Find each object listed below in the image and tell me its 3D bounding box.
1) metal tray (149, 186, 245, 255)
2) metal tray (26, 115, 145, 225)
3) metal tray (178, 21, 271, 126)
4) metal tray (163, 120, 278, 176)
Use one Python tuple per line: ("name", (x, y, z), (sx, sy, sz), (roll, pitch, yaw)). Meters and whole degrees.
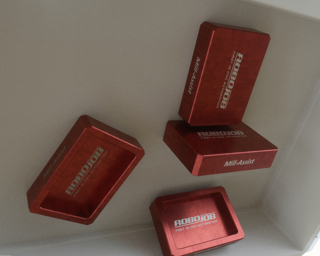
("metal tray", (0.058, 0.146, 0.485), (0.131, 0.090, 0.030), (-4, 147, -27))
("metal tray", (-0.092, 0.057, 0.390), (0.090, 0.030, 0.130), (29, 102, -38))
("metal tray", (0.083, -0.067, 0.409), (0.091, 0.030, 0.129), (-2, 119, -28))
("metal tray", (0.081, 0.022, 0.424), (0.131, 0.090, 0.030), (-2, 119, -28))
